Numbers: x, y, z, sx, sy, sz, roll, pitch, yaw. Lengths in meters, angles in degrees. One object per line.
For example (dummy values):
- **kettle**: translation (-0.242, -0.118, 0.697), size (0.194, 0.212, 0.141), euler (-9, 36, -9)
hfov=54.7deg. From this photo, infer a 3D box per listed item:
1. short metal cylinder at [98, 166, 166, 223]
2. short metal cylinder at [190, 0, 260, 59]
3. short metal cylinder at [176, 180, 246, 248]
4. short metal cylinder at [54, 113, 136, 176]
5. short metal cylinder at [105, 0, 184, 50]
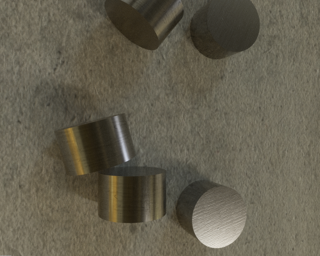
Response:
- **short metal cylinder**: translation (-0.033, 0.076, 0.369), size (0.081, 0.080, 0.050), euler (0, 90, -20)
- **short metal cylinder**: translation (0.089, -0.140, 0.430), size (0.081, 0.050, 0.079), euler (0, 90, -21)
- **short metal cylinder**: translation (0.069, 0.115, 0.423), size (0.081, 0.050, 0.079), euler (0, 90, -21)
- **short metal cylinder**: translation (-0.073, 0.017, 0.354), size (0.081, 0.080, 0.050), euler (-16, 96, -20)
- **short metal cylinder**: translation (-0.019, -0.141, 0.373), size (0.080, 0.080, 0.050), euler (40, 77, -16)
